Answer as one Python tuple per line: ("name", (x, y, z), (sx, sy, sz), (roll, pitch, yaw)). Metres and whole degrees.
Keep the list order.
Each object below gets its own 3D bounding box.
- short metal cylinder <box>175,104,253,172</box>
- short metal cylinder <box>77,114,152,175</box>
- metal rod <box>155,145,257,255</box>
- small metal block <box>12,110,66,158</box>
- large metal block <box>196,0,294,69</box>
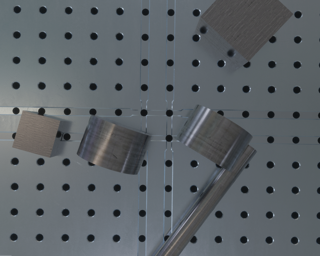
("short metal cylinder", (0.067, 0.013, 0.387), (0.080, 0.080, 0.050), (31, 90, 0))
("short metal cylinder", (-0.056, 0.020, 0.385), (0.080, 0.080, 0.050), (20, 90, 0))
("metal rod", (0.029, 0.144, 0.413), (0.025, 0.025, 0.299), (37, 90, 0))
("small metal block", (-0.160, 0.008, 0.412), (0.050, 0.025, 0.050), (16, 90, 0))
("large metal block", (0.106, -0.137, 0.402), (0.080, 0.050, 0.080), (43, 90, 0))
